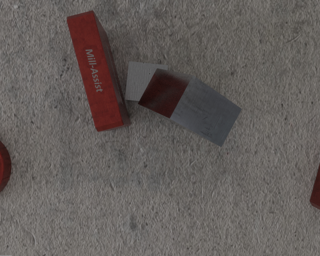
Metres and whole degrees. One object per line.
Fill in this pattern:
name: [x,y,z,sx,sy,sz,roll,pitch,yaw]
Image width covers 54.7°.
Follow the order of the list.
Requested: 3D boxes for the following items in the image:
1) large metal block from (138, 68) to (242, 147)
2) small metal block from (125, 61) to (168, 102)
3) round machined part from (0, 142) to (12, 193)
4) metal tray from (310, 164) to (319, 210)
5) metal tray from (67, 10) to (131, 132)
large metal block: [0.033,-0.026,0.368,0.080,0.080,0.050,28,90,-32]
small metal block: [-0.017,-0.059,0.410,0.050,0.025,0.050,6,90,0]
round machined part: [-0.251,0.053,0.399,0.099,0.042,0.097,0,90,0]
metal tray: [0.264,0.054,0.409,0.090,0.030,0.129,15,90,0]
metal tray: [-0.070,-0.062,0.376,0.030,0.090,0.129,-15,90,0]
